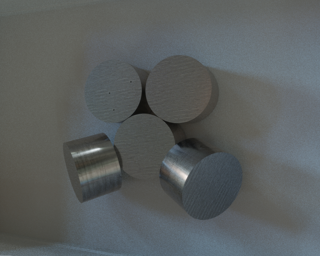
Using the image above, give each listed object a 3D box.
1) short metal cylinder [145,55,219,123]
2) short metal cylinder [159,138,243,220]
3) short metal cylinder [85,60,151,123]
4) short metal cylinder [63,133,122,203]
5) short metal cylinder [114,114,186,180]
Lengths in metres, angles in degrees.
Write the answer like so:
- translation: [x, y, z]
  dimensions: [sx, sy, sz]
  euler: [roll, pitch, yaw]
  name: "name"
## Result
- translation: [0.029, -0.046, 0.385]
  dimensions: [0.080, 0.050, 0.079]
  euler: [0, 90, 19]
  name: "short metal cylinder"
- translation: [0.047, 0.057, 0.356]
  dimensions: [0.050, 0.081, 0.080]
  euler: [30, 103, 57]
  name: "short metal cylinder"
- translation: [-0.051, -0.046, 0.412]
  dimensions: [0.080, 0.050, 0.079]
  euler: [0, 90, 19]
  name: "short metal cylinder"
- translation: [-0.089, 0.051, 0.404]
  dimensions: [0.050, 0.080, 0.080]
  euler: [-16, 83, -26]
  name: "short metal cylinder"
- translation: [-0.011, 0.022, 0.397]
  dimensions: [0.080, 0.050, 0.079]
  euler: [0, 90, 19]
  name: "short metal cylinder"
